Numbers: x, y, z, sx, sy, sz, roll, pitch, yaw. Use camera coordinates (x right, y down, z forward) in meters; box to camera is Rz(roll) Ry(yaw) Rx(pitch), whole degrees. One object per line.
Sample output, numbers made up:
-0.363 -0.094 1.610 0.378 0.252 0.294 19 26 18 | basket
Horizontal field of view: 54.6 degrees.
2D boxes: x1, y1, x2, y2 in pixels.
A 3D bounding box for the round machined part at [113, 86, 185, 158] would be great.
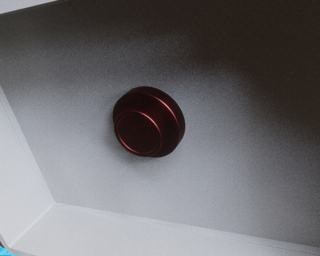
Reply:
-0.020 -0.001 0.404 0.098 0.042 0.097 13 124 21 | round machined part
